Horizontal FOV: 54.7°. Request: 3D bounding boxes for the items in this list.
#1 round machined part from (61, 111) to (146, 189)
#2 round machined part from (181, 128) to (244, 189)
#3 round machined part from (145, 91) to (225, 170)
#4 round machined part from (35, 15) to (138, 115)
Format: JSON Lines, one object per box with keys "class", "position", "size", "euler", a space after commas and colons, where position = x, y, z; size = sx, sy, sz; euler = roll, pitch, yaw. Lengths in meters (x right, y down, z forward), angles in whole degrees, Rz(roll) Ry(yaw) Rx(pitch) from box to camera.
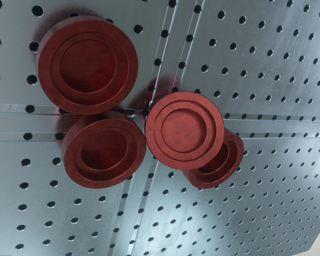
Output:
{"class": "round machined part", "position": [-0.070, 0.023, 0.377], "size": [0.099, 0.042, 0.097], "euler": [-14, 125, -21]}
{"class": "round machined part", "position": [0.074, 0.041, 0.467], "size": [0.099, 0.042, 0.097], "euler": [-16, 126, -22]}
{"class": "round machined part", "position": [0.030, 0.003, 0.400], "size": [0.099, 0.042, 0.097], "euler": [0, 88, -2]}
{"class": "round machined part", "position": [-0.076, -0.066, 0.319], "size": [0.099, 0.042, 0.097], "euler": [-14, 125, -21]}
